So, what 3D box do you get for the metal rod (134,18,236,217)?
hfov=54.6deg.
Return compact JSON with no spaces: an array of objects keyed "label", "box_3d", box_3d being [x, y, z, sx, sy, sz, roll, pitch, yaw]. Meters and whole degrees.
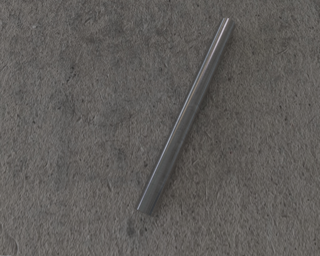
[{"label":"metal rod","box_3d":[0.041,-0.027,0.418,0.025,0.025,0.300,23,71,8]}]
